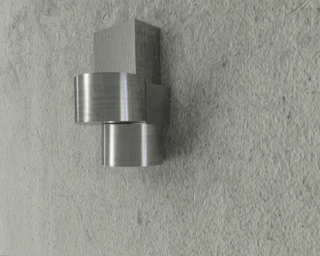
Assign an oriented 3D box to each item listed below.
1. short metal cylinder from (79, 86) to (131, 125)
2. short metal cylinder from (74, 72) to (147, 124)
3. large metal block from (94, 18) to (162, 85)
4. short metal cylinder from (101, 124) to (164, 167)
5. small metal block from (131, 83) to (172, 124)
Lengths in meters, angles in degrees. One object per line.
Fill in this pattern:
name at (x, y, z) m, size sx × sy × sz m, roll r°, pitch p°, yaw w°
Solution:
short metal cylinder at (-0.071, -0.030, 0.430) m, size 0.080 × 0.081 × 0.050 m, roll -3°, pitch 89°, yaw 40°
short metal cylinder at (-0.056, -0.031, 0.352) m, size 0.080 × 0.081 × 0.050 m, roll -3°, pitch 89°, yaw 40°
large metal block at (-0.045, -0.095, 0.429) m, size 0.080 × 0.050 × 0.080 m, roll -2°, pitch 89°, yaw 40°
short metal cylinder at (-0.035, 0.020, 0.401) m, size 0.080 × 0.081 × 0.050 m, roll 0°, pitch 90°, yaw 40°
small metal block at (-0.010, -0.030, 0.401) m, size 0.025 × 0.050 × 0.050 m, roll 1°, pitch 91°, yaw 40°
